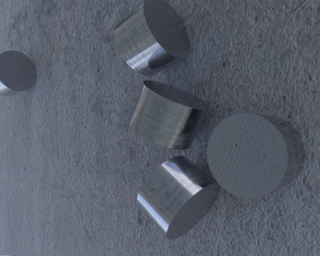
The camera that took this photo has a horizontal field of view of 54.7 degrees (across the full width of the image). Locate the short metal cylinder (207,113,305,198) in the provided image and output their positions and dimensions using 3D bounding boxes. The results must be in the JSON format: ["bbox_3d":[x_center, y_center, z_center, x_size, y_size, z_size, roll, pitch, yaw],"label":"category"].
[{"bbox_3d":[0.095,0.026,0.310,0.080,0.050,0.080,0,90,40],"label":"short metal cylinder"}]

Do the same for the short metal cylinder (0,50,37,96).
[{"bbox_3d":[-0.295,-0.107,0.614,0.050,0.081,0.080,-10,84,40],"label":"short metal cylinder"}]

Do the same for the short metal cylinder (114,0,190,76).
[{"bbox_3d":[-0.008,-0.110,0.376,0.050,0.081,0.080,-24,75,37],"label":"short metal cylinder"}]

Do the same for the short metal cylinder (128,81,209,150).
[{"bbox_3d":[0.010,-0.017,0.361,0.080,0.081,0.050,35,112,34],"label":"short metal cylinder"}]

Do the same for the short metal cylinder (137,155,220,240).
[{"bbox_3d":[0.022,0.078,0.351,0.050,0.081,0.079,41,115,32],"label":"short metal cylinder"}]
